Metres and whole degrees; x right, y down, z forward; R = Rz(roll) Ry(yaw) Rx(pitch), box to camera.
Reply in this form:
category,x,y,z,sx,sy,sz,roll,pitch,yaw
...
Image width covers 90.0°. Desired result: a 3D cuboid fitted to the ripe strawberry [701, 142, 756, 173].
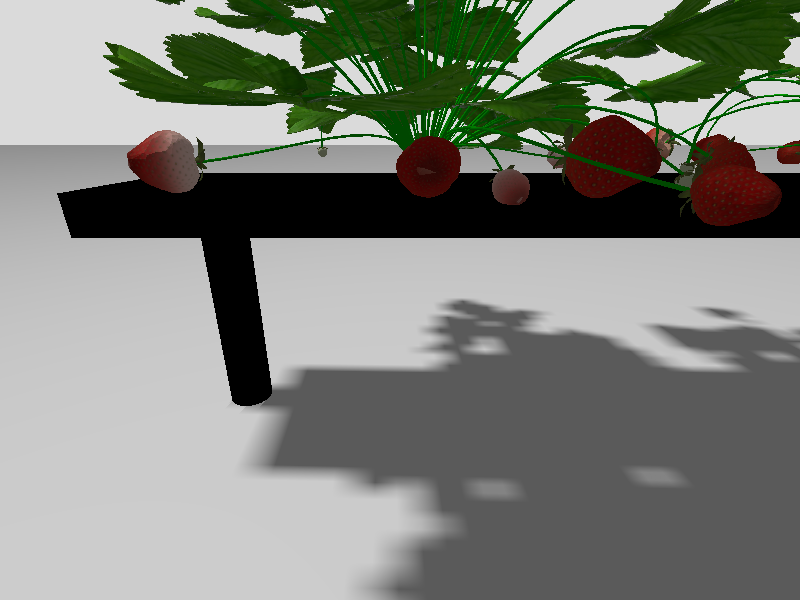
category,x,y,z,sx,sy,sz,roll,pitch,yaw
ripe strawberry,0.220,-0.088,0.267,0.032,0.031,0.029,28,28,8

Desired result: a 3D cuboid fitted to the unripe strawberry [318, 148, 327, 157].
category,x,y,z,sx,sy,sz,roll,pitch,yaw
unripe strawberry,-0.095,-0.182,0.493,0.011,0.010,0.010,-14,26,-31

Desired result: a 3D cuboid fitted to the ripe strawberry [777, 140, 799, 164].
category,x,y,z,sx,sy,sz,roll,pitch,yaw
ripe strawberry,0.468,-0.176,0.478,0.032,0.027,0.032,0,22,-1

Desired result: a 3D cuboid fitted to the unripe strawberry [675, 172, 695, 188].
category,x,y,z,sx,sy,sz,roll,pitch,yaw
unripe strawberry,0.186,-0.076,0.259,0.012,0.011,0.010,-38,0,34

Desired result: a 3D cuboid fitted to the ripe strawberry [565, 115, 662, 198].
category,x,y,z,sx,sy,sz,roll,pitch,yaw
ripe strawberry,0.126,-0.083,0.235,0.048,0.047,0.045,21,30,39

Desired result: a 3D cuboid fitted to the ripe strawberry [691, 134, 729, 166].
category,x,y,z,sx,sy,sz,roll,pitch,yaw
ripe strawberry,0.342,-0.165,0.443,0.033,0.034,0.030,19,29,40

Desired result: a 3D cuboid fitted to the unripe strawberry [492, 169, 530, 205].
category,x,y,z,sx,sy,sz,roll,pitch,yaw
unripe strawberry,0.057,-0.057,0.204,0.020,0.020,0.017,-6,-39,-14

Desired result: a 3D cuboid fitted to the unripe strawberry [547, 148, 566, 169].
category,x,y,z,sx,sy,sz,roll,pitch,yaw
unripe strawberry,0.169,-0.150,0.427,0.024,0.021,0.022,29,-21,50

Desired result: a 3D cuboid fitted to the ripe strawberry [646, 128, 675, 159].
category,x,y,z,sx,sy,sz,roll,pitch,yaw
ripe strawberry,0.347,-0.211,0.550,0.042,0.044,0.046,-11,10,-25

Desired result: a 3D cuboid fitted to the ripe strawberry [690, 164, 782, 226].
category,x,y,z,sx,sy,sz,roll,pitch,yaw
ripe strawberry,0.128,-0.040,0.153,0.027,0.023,0.027,-12,26,-27

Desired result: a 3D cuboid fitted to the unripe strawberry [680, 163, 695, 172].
category,x,y,z,sx,sy,sz,roll,pitch,yaw
unripe strawberry,0.229,-0.105,0.320,0.010,0.010,0.009,-1,22,-3

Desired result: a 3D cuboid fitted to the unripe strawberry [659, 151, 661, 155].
category,x,y,z,sx,sy,sz,roll,pitch,yaw
unripe strawberry,0.217,-0.124,0.343,0.011,0.011,0.011,-2,23,-4

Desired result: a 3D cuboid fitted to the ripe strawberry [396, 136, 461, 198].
category,x,y,z,sx,sy,sz,roll,pitch,yaw
ripe strawberry,0.016,-0.073,0.222,0.037,0.033,0.033,1,23,2
